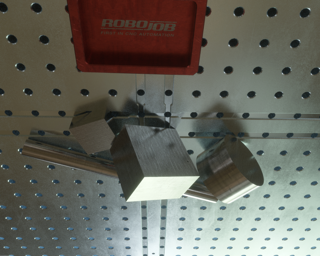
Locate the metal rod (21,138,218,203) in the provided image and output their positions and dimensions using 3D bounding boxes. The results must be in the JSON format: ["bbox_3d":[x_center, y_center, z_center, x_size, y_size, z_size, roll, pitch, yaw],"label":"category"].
[{"bbox_3d":[-0.048,0.068,0.469,0.302,0.025,0.025,17,128,-15],"label":"metal rod"}]

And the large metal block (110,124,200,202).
[{"bbox_3d":[-0.009,0.044,0.397,0.081,0.080,0.050,6,134,-35],"label":"large metal block"}]

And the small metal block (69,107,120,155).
[{"bbox_3d":[-0.084,0.005,0.414,0.050,0.025,0.050,-16,129,12],"label":"small metal block"}]

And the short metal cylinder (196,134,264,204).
[{"bbox_3d":[0.096,0.056,0.425,0.080,0.080,0.050,35,122,-26],"label":"short metal cylinder"}]

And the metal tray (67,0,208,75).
[{"bbox_3d":[-0.022,-0.102,0.320,0.131,0.030,0.089,1,130,-2],"label":"metal tray"}]
